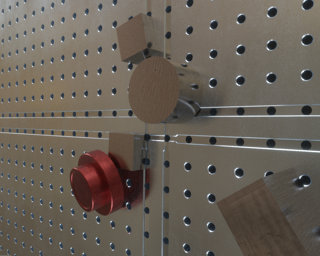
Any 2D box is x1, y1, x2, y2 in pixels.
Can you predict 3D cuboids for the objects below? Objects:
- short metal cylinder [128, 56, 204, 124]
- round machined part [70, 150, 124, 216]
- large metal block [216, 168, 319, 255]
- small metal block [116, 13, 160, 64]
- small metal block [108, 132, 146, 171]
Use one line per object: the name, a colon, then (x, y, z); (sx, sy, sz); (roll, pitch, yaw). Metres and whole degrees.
short metal cylinder: (0.007, -0.045, 0.386); (0.080, 0.050, 0.079); (0, 90, 39)
round machined part: (-0.099, 0.085, 0.459); (0.098, 0.042, 0.097); (24, 122, 44)
large metal block: (0.109, 0.087, 0.282); (0.050, 0.081, 0.080); (-40, 66, 32)
small metal block: (-0.032, -0.124, 0.433); (0.050, 0.025, 0.050); (-17, 80, 38)
small metal block: (-0.048, 0.032, 0.447); (0.050, 0.025, 0.050); (4, 93, 39)
